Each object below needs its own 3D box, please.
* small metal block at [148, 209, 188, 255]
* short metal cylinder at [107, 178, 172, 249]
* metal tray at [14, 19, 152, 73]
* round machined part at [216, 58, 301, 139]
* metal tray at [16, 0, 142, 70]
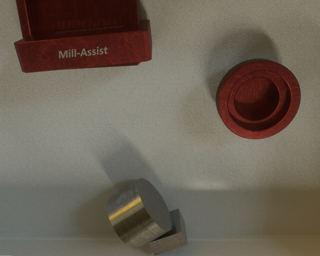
[{"bbox_3d":[0.011,0.152,0.454,0.050,0.050,0.025,-21,112,7],"label":"small metal block"},{"bbox_3d":[-0.027,0.116,0.425,0.050,0.080,0.080,-34,107,11],"label":"short metal cylinder"},{"bbox_3d":[-0.075,-0.093,0.340,0.131,0.090,0.030,-5,116,1],"label":"metal tray"},{"bbox_3d":[0.119,-0.039,0.390,0.099,0.042,0.097,0,110,-1],"label":"round machined part"},{"bbox_3d":[-0.087,-0.115,0.352,0.131,0.030,0.089,-3,107,3],"label":"metal tray"}]
